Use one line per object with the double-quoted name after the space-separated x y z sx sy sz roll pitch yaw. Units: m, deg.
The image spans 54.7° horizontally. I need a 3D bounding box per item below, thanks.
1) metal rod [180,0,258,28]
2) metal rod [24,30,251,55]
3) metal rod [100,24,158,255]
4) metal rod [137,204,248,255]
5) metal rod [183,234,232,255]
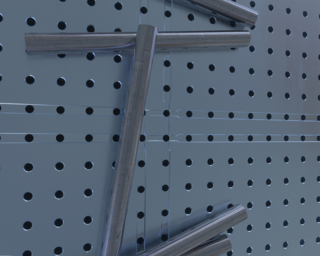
0.001 -0.195 0.413 0.302 0.025 0.025 13 86 -20 "metal rod"
-0.013 -0.114 0.408 0.303 0.025 0.025 -7 93 -20 "metal rod"
-0.040 0.024 0.384 0.025 0.025 0.298 9 92 -20 "metal rod"
-0.009 0.167 0.395 0.302 0.025 0.025 -18 97 -25 "metal rod"
-0.042 0.195 0.398 0.303 0.025 0.025 -12 94 -20 "metal rod"
